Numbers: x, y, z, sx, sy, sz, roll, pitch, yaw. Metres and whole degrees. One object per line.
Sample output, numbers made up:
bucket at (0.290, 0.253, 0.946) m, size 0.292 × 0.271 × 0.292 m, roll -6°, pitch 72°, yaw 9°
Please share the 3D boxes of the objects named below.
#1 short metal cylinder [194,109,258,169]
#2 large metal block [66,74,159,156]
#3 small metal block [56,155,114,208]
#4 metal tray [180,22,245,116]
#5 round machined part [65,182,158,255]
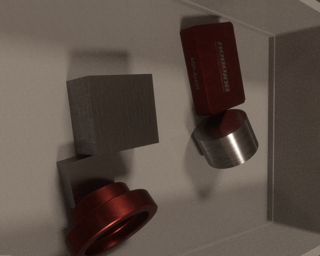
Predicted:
short metal cylinder at (0.097, 0.015, 0.455) m, size 0.080 × 0.080 × 0.050 m, roll -43°, pitch 117°, yaw -32°
large metal block at (-0.052, -0.017, 0.348) m, size 0.081 × 0.050 × 0.079 m, roll -10°, pitch 97°, yaw -40°
small metal block at (-0.080, 0.055, 0.341) m, size 0.050 × 0.025 × 0.050 m, roll -17°, pitch 101°, yaw -39°
metal tray at (0.084, -0.092, 0.476) m, size 0.091 × 0.030 × 0.129 m, roll -21°, pitch 103°, yaw -38°
round machined part at (-0.055, 0.095, 0.329) m, size 0.099 × 0.097 × 0.042 m, roll -17°, pitch 58°, yaw -39°
